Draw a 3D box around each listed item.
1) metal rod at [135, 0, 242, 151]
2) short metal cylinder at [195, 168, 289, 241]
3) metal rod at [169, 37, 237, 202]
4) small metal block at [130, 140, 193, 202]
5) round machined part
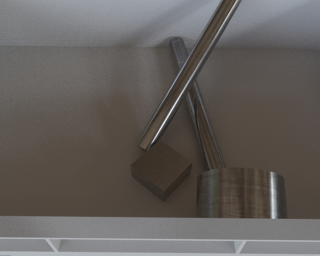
[{"bbox_3d":[0.054,-0.100,0.412,0.025,0.025,0.300,27,79,20],"label":"metal rod"},{"bbox_3d":[0.074,0.073,0.285,0.080,0.080,0.050,4,66,3],"label":"short metal cylinder"},{"bbox_3d":[0.050,-0.030,0.431,0.025,0.025,0.300,-6,50,-6],"label":"metal rod"},{"bbox_3d":[0.002,0.049,0.364,0.050,0.025,0.050,34,58,25],"label":"small metal block"},{"bbox_3d":[-0.180,-0.232,0.590,0.099,0.042,0.098,0,50,0],"label":"round machined part"}]
